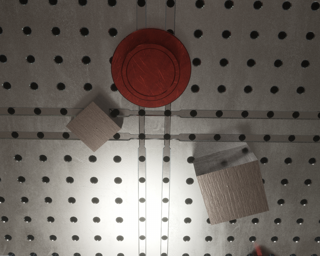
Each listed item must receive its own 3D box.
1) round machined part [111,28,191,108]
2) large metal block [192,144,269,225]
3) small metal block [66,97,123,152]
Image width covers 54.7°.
[{"bbox_3d":[-0.011,-0.071,0.378,0.099,0.042,0.097,0,110,-1],"label":"round machined part"},{"bbox_3d":[0.097,0.078,0.430,0.080,0.050,0.080,-16,110,5],"label":"large metal block"},{"bbox_3d":[-0.086,-0.005,0.410,0.050,0.025,0.050,-40,106,13],"label":"small metal block"}]
